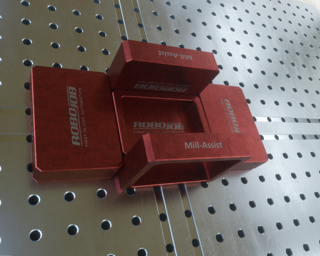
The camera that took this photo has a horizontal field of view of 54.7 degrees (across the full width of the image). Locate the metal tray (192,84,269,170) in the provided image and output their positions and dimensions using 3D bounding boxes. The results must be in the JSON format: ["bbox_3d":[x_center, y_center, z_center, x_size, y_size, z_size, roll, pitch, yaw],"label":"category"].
[{"bbox_3d":[0.098,-0.004,0.460,0.091,0.030,0.130,1,61,-29],"label":"metal tray"}]

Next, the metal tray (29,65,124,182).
[{"bbox_3d":[-0.099,-0.007,0.357,0.091,0.030,0.130,1,61,-28],"label":"metal tray"}]

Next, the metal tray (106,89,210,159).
[{"bbox_3d":[0.002,-0.001,0.405,0.131,0.030,0.090,1,61,-28],"label":"metal tray"}]

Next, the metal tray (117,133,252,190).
[{"bbox_3d":[0.027,0.039,0.357,0.131,0.090,0.030,1,62,-28],"label":"metal tray"}]

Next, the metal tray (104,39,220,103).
[{"bbox_3d":[0.001,-0.067,0.409,0.131,0.090,0.030,1,62,-28],"label":"metal tray"}]
